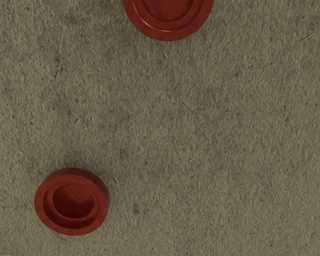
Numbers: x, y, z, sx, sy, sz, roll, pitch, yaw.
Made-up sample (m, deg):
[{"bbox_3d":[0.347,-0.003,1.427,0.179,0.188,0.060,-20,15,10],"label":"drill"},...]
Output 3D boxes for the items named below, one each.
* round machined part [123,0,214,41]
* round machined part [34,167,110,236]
[{"bbox_3d":[0.009,-0.149,0.346,0.099,0.042,0.097,0,110,0],"label":"round machined part"},{"bbox_3d":[-0.120,0.098,0.436,0.099,0.042,0.097,0,110,0],"label":"round machined part"}]
